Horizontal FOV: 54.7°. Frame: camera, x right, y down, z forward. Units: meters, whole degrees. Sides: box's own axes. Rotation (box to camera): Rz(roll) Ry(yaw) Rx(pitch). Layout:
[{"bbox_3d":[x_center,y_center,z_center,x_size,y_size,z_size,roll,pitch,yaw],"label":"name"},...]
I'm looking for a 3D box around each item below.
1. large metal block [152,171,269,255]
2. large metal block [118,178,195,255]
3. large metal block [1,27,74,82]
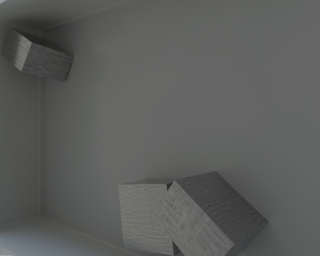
[{"bbox_3d":[0.053,0.095,0.326,0.080,0.081,0.050,45,117,30],"label":"large metal block"},{"bbox_3d":[-0.003,0.108,0.391,0.080,0.050,0.080,-9,84,39],"label":"large metal block"},{"bbox_3d":[-0.213,-0.127,0.540,0.080,0.080,0.050,35,106,34],"label":"large metal block"}]
